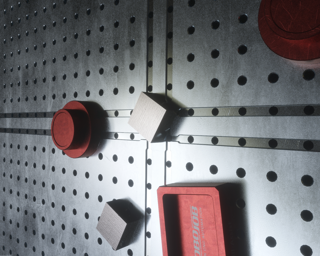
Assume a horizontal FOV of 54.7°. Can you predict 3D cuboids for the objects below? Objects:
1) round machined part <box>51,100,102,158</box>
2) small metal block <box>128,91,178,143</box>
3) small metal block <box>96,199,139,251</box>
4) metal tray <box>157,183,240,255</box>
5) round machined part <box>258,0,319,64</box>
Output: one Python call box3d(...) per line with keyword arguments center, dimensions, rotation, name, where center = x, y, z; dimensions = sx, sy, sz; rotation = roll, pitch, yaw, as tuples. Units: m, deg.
box3d(center=(-0.146, 0.002, 0.519), dimensions=(0.098, 0.042, 0.097), rotation=(0, 90, 40), name="round machined part")
box3d(center=(-0.011, -0.015, 0.418), dimensions=(0.050, 0.025, 0.050), rotation=(39, 114, 33), name="small metal block")
box3d(center=(-0.064, 0.144, 0.463), dimensions=(0.050, 0.025, 0.050), rotation=(35, 111, 34), name="small metal block")
box3d(center=(0.045, 0.132, 0.368), dimensions=(0.090, 0.030, 0.129), rotation=(-9, 84, 39), name="metal tray")
box3d(center=(0.137, -0.111, 0.285), dimensions=(0.098, 0.042, 0.097), rotation=(0, 90, 40), name="round machined part")
